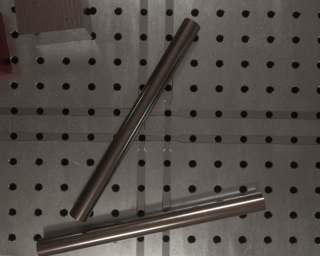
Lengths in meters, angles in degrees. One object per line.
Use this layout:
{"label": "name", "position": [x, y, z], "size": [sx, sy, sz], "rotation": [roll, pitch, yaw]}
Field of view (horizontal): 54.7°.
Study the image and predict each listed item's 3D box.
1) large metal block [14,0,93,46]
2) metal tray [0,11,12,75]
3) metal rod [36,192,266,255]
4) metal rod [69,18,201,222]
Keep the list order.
{"label": "large metal block", "position": [-0.136, -0.156, 0.399], "size": [0.081, 0.050, 0.079], "rotation": [-7, 90, -1]}
{"label": "metal tray", "position": [-0.274, -0.107, 0.407], "size": [0.131, 0.030, 0.089], "rotation": [-10, 90, -1]}
{"label": "metal rod", "position": [-0.011, 0.128, 0.413], "size": [0.302, 0.025, 0.025], "rotation": [-12, 90, -1]}
{"label": "metal rod", "position": [-0.033, -0.011, 0.412], "size": [0.025, 0.025, 0.299], "rotation": [31, 90, -1]}
